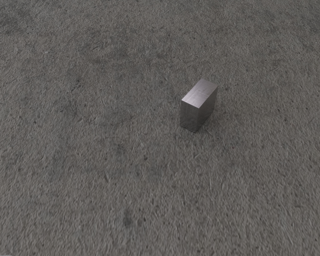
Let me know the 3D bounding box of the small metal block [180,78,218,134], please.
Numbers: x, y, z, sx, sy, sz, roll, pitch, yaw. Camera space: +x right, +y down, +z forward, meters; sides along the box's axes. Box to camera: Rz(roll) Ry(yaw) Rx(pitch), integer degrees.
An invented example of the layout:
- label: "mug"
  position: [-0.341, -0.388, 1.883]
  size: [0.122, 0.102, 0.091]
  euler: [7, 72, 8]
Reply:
- label: "small metal block"
  position: [0.051, -0.029, 0.412]
  size: [0.025, 0.050, 0.050]
  euler: [28, 56, 21]
